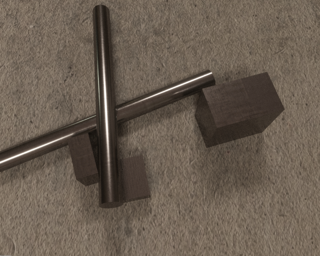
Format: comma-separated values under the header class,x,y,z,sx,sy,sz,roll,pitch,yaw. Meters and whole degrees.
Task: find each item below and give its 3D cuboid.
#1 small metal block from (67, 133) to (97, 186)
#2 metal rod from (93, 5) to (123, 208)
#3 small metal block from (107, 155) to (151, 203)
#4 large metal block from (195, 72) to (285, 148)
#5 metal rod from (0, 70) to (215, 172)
class,x,y,z,sx,sy,sz,roll,pitch,yaw
small metal block,-0.089,0.040,0.379,0.025,0.050,0.050,-16,71,-6
metal rod,-0.071,-0.048,0.401,0.025,0.025,0.299,-7,61,-3
small metal block,-0.041,0.065,0.384,0.050,0.025,0.050,-11,71,-5
large metal block,0.094,-0.020,0.387,0.081,0.080,0.050,-15,71,-6
metal rod,-0.066,-0.013,0.412,0.302,0.025,0.025,-22,72,-9
